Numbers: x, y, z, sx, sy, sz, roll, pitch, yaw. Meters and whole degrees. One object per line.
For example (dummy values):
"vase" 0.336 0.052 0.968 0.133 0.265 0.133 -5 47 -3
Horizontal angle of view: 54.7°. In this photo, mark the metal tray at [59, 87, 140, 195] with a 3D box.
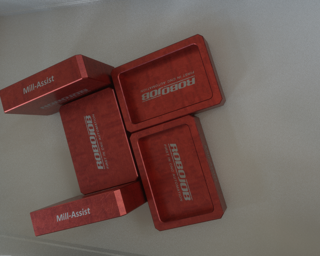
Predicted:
"metal tray" -0.081 0.019 0.432 0.090 0.030 0.129 -18 84 18

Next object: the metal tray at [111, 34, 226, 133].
"metal tray" 0.009 -0.054 0.402 0.130 0.030 0.090 -18 84 18

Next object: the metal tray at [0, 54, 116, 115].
"metal tray" -0.132 -0.053 0.417 0.130 0.090 0.030 -19 84 18

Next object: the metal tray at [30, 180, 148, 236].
"metal tray" -0.086 0.100 0.402 0.130 0.090 0.030 -18 84 18

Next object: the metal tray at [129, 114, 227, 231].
"metal tray" 0.022 0.057 0.397 0.090 0.030 0.129 -18 84 18
